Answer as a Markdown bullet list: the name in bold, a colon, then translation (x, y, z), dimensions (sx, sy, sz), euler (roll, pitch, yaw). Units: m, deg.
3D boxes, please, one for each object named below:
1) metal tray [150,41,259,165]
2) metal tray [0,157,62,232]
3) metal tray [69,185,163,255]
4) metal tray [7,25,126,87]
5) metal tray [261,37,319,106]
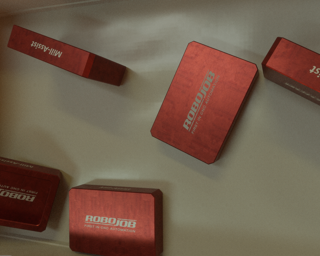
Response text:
- **metal tray**: translation (0.055, -0.031, 0.388), dimensions (0.090, 0.030, 0.129), euler (26, 99, 18)
- **metal tray**: translation (-0.220, 0.093, 0.448), dimensions (0.131, 0.030, 0.089), euler (16, 96, -16)
- **metal tray**: translation (-0.062, 0.128, 0.430), dimensions (0.130, 0.030, 0.089), euler (-1, 90, 20)
- **metal tray**: translation (-0.123, -0.096, 0.419), dimensions (0.130, 0.090, 0.030), euler (23, 98, 18)
- **metal tray**: translation (0.171, -0.042, 0.315), dimensions (0.130, 0.090, 0.030), euler (32, 101, 17)
